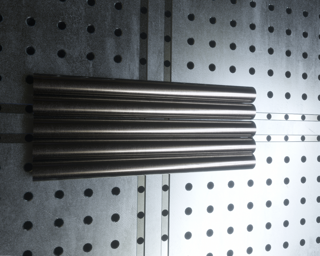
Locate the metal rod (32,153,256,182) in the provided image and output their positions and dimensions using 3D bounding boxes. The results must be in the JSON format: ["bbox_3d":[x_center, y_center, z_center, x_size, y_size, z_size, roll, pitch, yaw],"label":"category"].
[{"bbox_3d":[-0.006,0.050,0.411,0.303,0.025,0.025,0,90,-21],"label":"metal rod"}]

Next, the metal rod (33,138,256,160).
[{"bbox_3d":[-0.005,0.026,0.411,0.303,0.025,0.025,0,90,-21],"label":"metal rod"}]

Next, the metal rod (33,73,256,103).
[{"bbox_3d":[-0.005,-0.050,0.412,0.303,0.025,0.025,0,90,-21],"label":"metal rod"}]

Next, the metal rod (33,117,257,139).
[{"bbox_3d":[-0.005,0.001,0.412,0.303,0.025,0.025,0,90,-21],"label":"metal rod"}]

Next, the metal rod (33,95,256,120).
[{"bbox_3d":[-0.005,-0.025,0.412,0.303,0.025,0.025,0,90,-21],"label":"metal rod"}]
